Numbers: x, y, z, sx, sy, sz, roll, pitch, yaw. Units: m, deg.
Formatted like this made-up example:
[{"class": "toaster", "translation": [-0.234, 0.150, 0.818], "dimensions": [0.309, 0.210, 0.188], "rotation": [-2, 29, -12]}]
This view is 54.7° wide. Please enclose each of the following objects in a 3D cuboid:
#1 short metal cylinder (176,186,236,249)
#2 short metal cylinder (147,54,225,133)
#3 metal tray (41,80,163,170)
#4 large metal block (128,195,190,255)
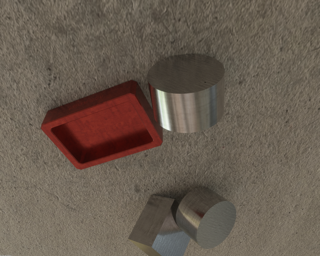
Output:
[{"class": "short metal cylinder", "translation": [0.072, 0.139, 0.484], "dimensions": [0.081, 0.050, 0.079], "rotation": [-13, 114, -31]}, {"class": "short metal cylinder", "translation": [0.029, -0.040, 0.338], "dimensions": [0.080, 0.080, 0.050], "rotation": [-5, 130, 4]}, {"class": "metal tray", "translation": [-0.072, 0.000, 0.403], "dimensions": [0.130, 0.030, 0.090], "rotation": [-18, 128, 14]}, {"class": "large metal block", "translation": [0.007, 0.168, 0.505], "dimensions": [0.050, 0.080, 0.080], "rotation": [0, 139, 41]}]
